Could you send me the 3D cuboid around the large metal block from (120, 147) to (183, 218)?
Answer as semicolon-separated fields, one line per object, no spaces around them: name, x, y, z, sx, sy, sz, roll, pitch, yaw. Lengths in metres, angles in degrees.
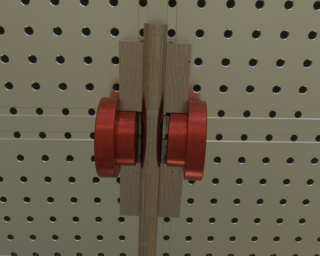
large metal block;-0.012;0.073;0.426;0.081;0.050;0.079;3;110;-1

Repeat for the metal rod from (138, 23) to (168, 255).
metal rod;-0.011;0.032;0.371;0.025;0.025;0.298;2;110;-1

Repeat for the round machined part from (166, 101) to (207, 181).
round machined part;0.031;0.014;0.380;0.042;0.098;0.097;3;110;4

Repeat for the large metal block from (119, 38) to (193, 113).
large metal block;-0.006;-0.065;0.376;0.081;0.050;0.079;2;110;-1

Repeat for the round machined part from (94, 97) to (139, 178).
round machined part;-0.049;0.011;0.377;0.042;0.098;0.097;2;110;-1
